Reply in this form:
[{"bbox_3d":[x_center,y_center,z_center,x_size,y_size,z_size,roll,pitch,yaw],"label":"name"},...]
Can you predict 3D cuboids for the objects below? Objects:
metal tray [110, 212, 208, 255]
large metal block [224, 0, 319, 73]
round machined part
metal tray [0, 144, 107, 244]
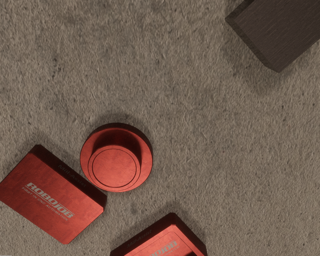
[{"bbox_3d":[-0.004,0.200,0.480,0.130,0.030,0.090,-37,107,12],"label":"metal tray"},{"bbox_3d":[0.135,-0.123,0.353,0.080,0.050,0.080,-42,105,14],"label":"large metal block"},{"bbox_3d":[-0.059,0.045,0.417,0.099,0.042,0.097,0,110,-1],"label":"round machined part"},{"bbox_3d":[-0.153,0.097,0.441,0.130,0.030,0.090,42,104,-14],"label":"metal tray"}]
